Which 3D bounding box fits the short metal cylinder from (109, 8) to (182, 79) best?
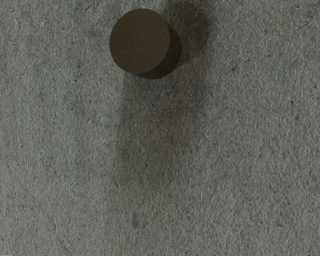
[{"bbox_3d":[-0.018,-0.106,0.402,0.080,0.050,0.080,0,90,20],"label":"short metal cylinder"}]
